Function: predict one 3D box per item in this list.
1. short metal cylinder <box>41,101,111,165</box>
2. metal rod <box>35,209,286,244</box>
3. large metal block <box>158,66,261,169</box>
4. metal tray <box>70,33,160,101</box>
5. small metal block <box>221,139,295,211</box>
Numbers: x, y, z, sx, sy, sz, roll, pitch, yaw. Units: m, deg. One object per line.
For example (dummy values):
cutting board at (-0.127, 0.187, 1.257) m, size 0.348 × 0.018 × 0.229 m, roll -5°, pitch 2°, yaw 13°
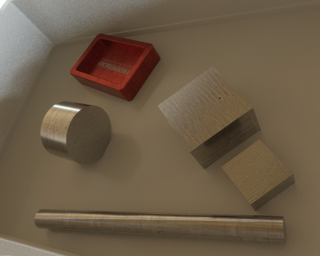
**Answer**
short metal cylinder at (-0.113, 0.006, 0.424) m, size 0.050 × 0.080 × 0.080 m, roll 11°, pitch 67°, yaw 32°
metal rod at (-0.021, 0.107, 0.349) m, size 0.301 × 0.025 × 0.025 m, roll -5°, pitch 59°, yaw 25°
large metal block at (0.057, -0.012, 0.367) m, size 0.080 × 0.050 × 0.080 m, roll -36°, pitch 51°, yaw 4°
metal tray at (-0.075, -0.102, 0.502) m, size 0.130 × 0.030 × 0.090 m, roll 22°, pitch 73°, yaw 35°
small metal block at (0.101, 0.049, 0.322) m, size 0.050 × 0.025 × 0.050 m, roll -37°, pitch 51°, yaw 3°
